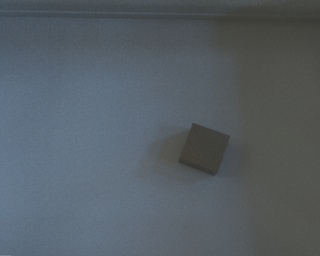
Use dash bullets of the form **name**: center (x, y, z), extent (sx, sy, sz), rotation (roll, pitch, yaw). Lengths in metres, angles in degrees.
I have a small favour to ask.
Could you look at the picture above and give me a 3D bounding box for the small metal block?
- **small metal block**: center (0.057, 0.028, 0.400), extent (0.050, 0.025, 0.050), rotation (20, 71, 7)
